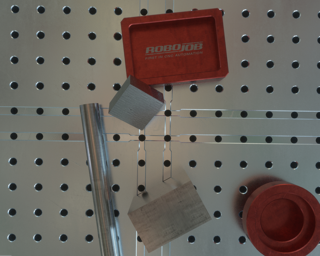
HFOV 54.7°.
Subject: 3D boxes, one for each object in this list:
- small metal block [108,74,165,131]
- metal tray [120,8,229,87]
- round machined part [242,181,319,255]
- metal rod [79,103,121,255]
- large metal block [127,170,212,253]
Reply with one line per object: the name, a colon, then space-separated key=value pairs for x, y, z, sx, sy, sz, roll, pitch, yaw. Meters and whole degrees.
small metal block: x=-0.030 y=-0.031 z=0.395 sx=0.050 sy=0.025 sz=0.050 roll=28 pitch=119 yaw=-23
metal tray: x=0.019 y=-0.103 z=0.411 sx=0.131 sy=0.030 sz=0.089 roll=-6 pitch=90 yaw=-1
round machined part: x=0.157 y=0.118 z=0.407 sx=0.099 sy=0.042 sz=0.097 roll=0 pitch=90 yaw=-1
metal rod: x=-0.073 y=0.116 z=0.412 sx=0.025 sy=0.025 sz=0.298 roll=-8 pitch=90 yaw=0
large metal block: x=0.011 y=0.099 z=0.386 sx=0.080 sy=0.080 sz=0.050 roll=-28 pitch=90 yaw=0
